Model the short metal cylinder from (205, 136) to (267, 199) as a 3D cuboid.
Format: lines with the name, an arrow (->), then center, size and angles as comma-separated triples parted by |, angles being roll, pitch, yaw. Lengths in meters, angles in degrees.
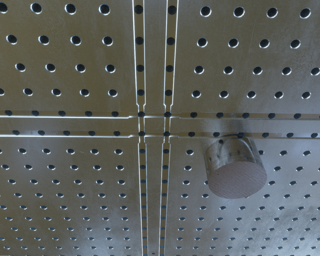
short metal cylinder -> 0.107, 0.057, 0.446 | 0.081, 0.050, 0.079 | 0, 130, 0
